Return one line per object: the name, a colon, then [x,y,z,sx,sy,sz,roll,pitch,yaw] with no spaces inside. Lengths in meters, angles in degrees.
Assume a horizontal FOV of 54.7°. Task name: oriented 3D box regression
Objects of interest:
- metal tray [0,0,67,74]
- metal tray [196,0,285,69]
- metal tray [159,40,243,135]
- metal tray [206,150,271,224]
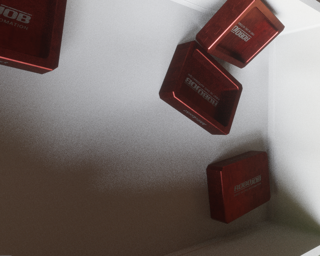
metal tray: [-0.154,-0.107,0.274,0.131,0.030,0.089,9,84,-40]
metal tray: [0.120,-0.139,0.449,0.131,0.090,0.030,3,48,-54]
metal tray: [0.066,-0.055,0.460,0.130,0.030,0.090,32,70,-36]
metal tray: [0.135,0.094,0.520,0.131,0.030,0.089,-11,97,-40]
